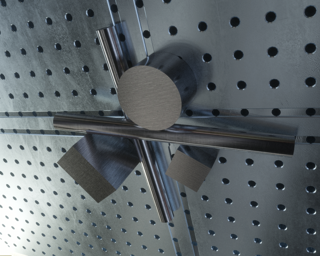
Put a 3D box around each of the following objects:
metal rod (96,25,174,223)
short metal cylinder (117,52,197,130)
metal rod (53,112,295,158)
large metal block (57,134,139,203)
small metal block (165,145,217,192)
[{"bbox_3d":[-0.027,0.011,0.431,0.025,0.025,0.298,-2,118,29],"label":"metal rod"},{"bbox_3d":[-0.003,-0.044,0.368,0.080,0.050,0.079,13,124,20],"label":"short metal cylinder"},{"bbox_3d":[0.005,0.006,0.387,0.301,0.025,0.025,6,121,16],"label":"metal rod"},{"bbox_3d":[-0.082,0.045,0.443,0.080,0.080,0.050,46,129,-5],"label":"large metal block"},{"bbox_3d":[0.041,0.052,0.421,0.050,0.025,0.050,29,128,9],"label":"small metal block"}]
